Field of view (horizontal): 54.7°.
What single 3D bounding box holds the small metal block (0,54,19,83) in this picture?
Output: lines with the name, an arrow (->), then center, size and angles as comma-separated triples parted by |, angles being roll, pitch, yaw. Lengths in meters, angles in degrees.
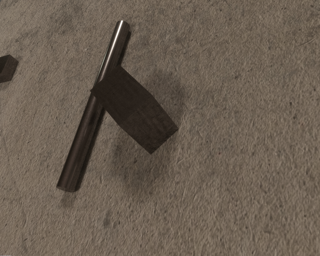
small metal block -> -0.332, -0.122, 0.649 | 0.050, 0.025, 0.050 | -7, 59, 24

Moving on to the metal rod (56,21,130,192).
metal rod -> -0.096, -0.049, 0.482 | 0.025, 0.025, 0.300 | -1, 61, 27

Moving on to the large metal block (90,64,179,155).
large metal block -> -0.032, -0.023, 0.398 | 0.050, 0.080, 0.080 | -43, 51, -1
